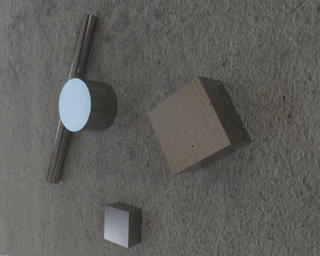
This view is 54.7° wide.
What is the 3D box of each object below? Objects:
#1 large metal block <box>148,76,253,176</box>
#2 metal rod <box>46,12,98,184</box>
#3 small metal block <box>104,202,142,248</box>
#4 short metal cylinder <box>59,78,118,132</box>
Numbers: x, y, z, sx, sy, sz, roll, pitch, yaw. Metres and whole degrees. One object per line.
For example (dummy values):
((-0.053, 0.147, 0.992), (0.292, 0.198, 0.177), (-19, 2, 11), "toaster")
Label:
((0.043, -0.001, 0.353), (0.080, 0.050, 0.080), (-35, 69, 34), "large metal block")
((-0.154, -0.043, 0.531), (0.025, 0.025, 0.298), (27, 107, 37), "metal rod")
((-0.054, 0.139, 0.450), (0.050, 0.025, 0.050), (3, 92, 40), "small metal block")
((-0.112, -0.035, 0.481), (0.080, 0.050, 0.079), (0, 90, 40), "short metal cylinder")
